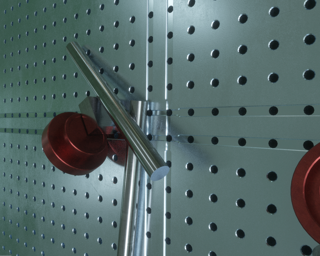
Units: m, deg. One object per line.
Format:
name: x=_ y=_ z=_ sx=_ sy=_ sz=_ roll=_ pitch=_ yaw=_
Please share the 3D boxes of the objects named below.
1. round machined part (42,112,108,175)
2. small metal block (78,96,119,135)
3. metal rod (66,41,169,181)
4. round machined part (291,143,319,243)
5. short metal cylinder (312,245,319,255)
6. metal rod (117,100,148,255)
round machined part: x=-0.119 y=0.017 z=0.459 sx=0.042 sy=0.099 sz=0.098 roll=-37 pitch=67 yaw=36
small metal block: x=-0.088 y=-0.018 z=0.466 sx=0.025 sy=0.050 sz=0.050 roll=-36 pitch=68 yaw=34
metal rod: x=-0.075 y=-0.043 z=0.445 sx=0.300 sy=0.025 sz=0.025 roll=52 pitch=121 yaw=36
round machined part: x=0.164 y=0.056 z=0.251 sx=0.098 sy=0.042 sz=0.098 roll=-19 pitch=60 yaw=36
short metal cylinder: x=0.163 y=0.126 z=0.238 sx=0.080 sy=0.081 sz=0.050 roll=-3 pitch=89 yaw=40
metal rod: x=-0.043 y=0.110 z=0.444 sx=0.025 sy=0.025 sz=0.298 roll=9 pitch=96 yaw=39
